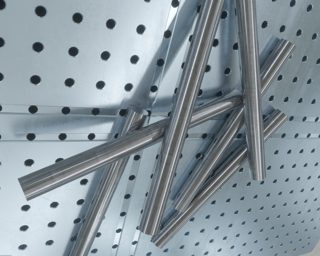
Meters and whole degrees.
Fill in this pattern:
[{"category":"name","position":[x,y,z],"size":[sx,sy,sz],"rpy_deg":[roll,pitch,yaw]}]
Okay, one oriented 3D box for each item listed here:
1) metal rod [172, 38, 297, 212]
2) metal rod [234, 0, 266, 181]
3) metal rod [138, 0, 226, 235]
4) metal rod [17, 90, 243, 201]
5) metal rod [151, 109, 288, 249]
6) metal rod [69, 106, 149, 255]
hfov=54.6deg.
[{"category":"metal rod","position":[0.105,0.005,0.470],"size":[0.025,0.025,0.299],"rpy_deg":[21,107,-36]},{"category":"metal rod","position":[0.123,-0.054,0.418],"size":[0.025,0.025,0.298],"rpy_deg":[-22,119,-15]},{"category":"metal rod","position":[0.026,-0.018,0.363],"size":[0.025,0.025,0.298],"rpy_deg":[12,97,-33]},{"category":"metal rod","position":[-0.013,0.010,0.378],"size":[0.302,0.025,0.025],"rpy_deg":[-23,128,-27]},{"category":"metal rod","position":[0.096,0.086,0.515],"size":[0.300,0.025,0.025],"rpy_deg":[-47,129,5]},{"category":"metal rod","position":[-0.084,0.107,0.430],"size":[0.025,0.025,0.298],"rpy_deg":[12,113,-33]}]
